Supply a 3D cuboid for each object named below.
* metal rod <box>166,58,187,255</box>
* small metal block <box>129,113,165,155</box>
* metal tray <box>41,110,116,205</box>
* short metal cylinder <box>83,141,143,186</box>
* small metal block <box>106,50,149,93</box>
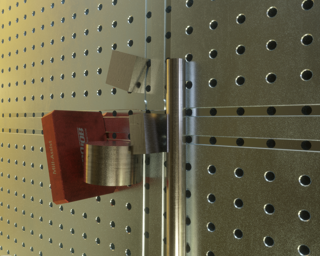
[{"bbox_3d":[0.021,0.064,0.390,0.025,0.025,0.298,0,90,39],"label":"metal rod"},{"bbox_3d":[-0.012,0.007,0.401,0.025,0.050,0.050,-7,86,39],"label":"small metal block"},{"bbox_3d":[-0.120,0.040,0.463,0.030,0.091,0.129,-19,78,38],"label":"metal tray"},{"bbox_3d":[-0.064,0.046,0.424,0.080,0.081,0.050,3,92,39],"label":"short metal cylinder"},{"bbox_3d":[-0.048,-0.082,0.447,0.050,0.025,0.050,23,104,37],"label":"small metal block"}]
